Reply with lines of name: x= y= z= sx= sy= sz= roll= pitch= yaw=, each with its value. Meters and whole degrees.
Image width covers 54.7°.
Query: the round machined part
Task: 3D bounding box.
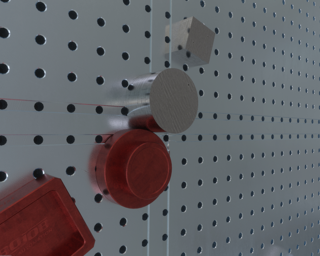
round machined part: x=-0.024 y=0.050 z=0.378 sx=0.099 sy=0.042 sz=0.097 roll=0 pitch=91 yaw=-40

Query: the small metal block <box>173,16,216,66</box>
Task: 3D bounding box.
small metal block: x=0.051 y=-0.125 z=0.452 sx=0.050 sy=0.025 sz=0.050 roll=22 pitch=76 yaw=-38

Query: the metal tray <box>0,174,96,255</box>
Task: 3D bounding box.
metal tray: x=-0.137 y=0.116 z=0.291 sx=0.131 sy=0.030 sz=0.090 roll=-35 pitch=112 yaw=-34

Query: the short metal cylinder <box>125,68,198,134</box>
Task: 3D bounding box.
short metal cylinder: x=0.003 y=-0.033 z=0.396 sx=0.081 sy=0.050 sz=0.079 roll=0 pitch=90 yaw=-40
